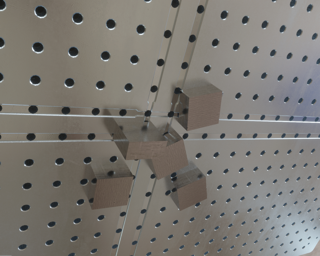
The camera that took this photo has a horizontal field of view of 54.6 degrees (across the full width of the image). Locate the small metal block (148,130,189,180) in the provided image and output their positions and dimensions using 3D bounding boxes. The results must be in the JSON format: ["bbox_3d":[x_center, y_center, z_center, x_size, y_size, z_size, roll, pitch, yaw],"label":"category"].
[{"bbox_3d":[0.009,0.038,0.439,0.050,0.025,0.050,-25,127,-13],"label":"small metal block"}]

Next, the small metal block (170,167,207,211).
[{"bbox_3d":[0.046,0.098,0.496,0.050,0.025,0.050,-21,126,-16],"label":"small metal block"}]

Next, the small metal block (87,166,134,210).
[{"bbox_3d":[-0.068,0.081,0.423,0.050,0.025,0.050,0,119,-28],"label":"small metal block"}]

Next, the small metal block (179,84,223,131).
[{"bbox_3d":[0.054,-0.028,0.423,0.050,0.025,0.050,-13,124,-21],"label":"small metal block"}]

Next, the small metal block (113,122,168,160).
[{"bbox_3d":[-0.026,0.015,0.389,0.050,0.050,0.025,0,119,-28],"label":"small metal block"}]
